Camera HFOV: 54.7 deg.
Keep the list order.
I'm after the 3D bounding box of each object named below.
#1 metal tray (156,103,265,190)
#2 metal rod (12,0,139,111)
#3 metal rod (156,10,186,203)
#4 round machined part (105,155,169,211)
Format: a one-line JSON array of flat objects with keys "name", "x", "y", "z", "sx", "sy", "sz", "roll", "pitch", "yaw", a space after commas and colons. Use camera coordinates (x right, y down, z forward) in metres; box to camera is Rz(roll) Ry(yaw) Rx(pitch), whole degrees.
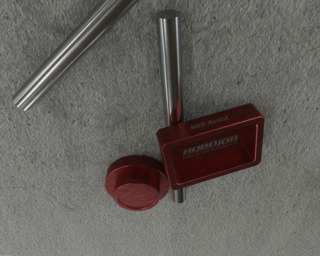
[{"name": "metal tray", "x": 0.067, "y": 0.026, "z": 0.406, "sx": 0.131, "sy": 0.030, "sz": 0.090, "roll": -16, "pitch": 131, "yaw": -5}, {"name": "metal rod", "x": -0.058, "y": -0.110, "z": 0.312, "sx": 0.299, "sy": 0.025, "sz": 0.025, "roll": -36, "pitch": 122, "yaw": 26}, {"name": "metal rod", "x": 0.019, "y": -0.001, "z": 0.406, "sx": 0.025, "sy": 0.025, "sz": 0.298, "roll": -4, "pitch": 130, "yaw": 2}, {"name": "round machined part", "x": -0.034, "y": 0.090, "z": 0.472, "sx": 0.099, "sy": 0.042, "sz": 0.097, "roll": 0, "pitch": 130, "yaw": 0}]
